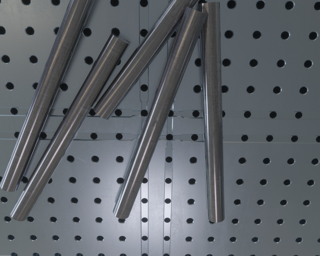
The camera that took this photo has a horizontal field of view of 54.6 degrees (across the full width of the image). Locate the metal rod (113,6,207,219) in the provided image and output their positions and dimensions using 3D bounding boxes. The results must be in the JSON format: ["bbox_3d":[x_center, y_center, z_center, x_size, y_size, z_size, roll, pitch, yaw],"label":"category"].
[{"bbox_3d":[-0.008,-0.003,0.402,0.025,0.025,0.298,18,113,-7],"label":"metal rod"}]

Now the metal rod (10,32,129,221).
[{"bbox_3d":[-0.128,0.010,0.416,0.025,0.025,0.299,31,107,-11],"label":"metal rod"}]

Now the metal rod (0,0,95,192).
[{"bbox_3d":[-0.147,-0.042,0.396,0.025,0.025,0.298,26,108,-9],"label":"metal rod"}]

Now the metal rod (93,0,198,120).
[{"bbox_3d":[0.014,-0.131,0.365,0.025,0.025,0.299,36,106,-12],"label":"metal rod"}]

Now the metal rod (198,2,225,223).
[{"bbox_3d":[0.070,-0.006,0.411,0.025,0.025,0.298,-5,110,2],"label":"metal rod"}]
